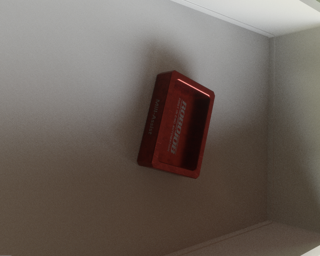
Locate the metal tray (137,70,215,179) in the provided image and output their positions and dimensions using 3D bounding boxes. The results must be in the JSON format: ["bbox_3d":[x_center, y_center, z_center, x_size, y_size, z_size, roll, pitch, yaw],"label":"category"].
[{"bbox_3d":[0.026,-0.002,0.426,0.091,0.030,0.129,21,77,-38],"label":"metal tray"}]
